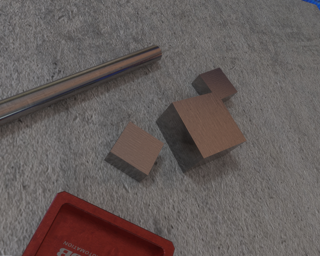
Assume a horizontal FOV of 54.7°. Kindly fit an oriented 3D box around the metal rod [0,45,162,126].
[{"bbox_3d":[-0.107,-0.052,0.378,0.302,0.025,0.025,-32,80,-38],"label":"metal rod"}]

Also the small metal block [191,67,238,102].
[{"bbox_3d":[0.087,-0.064,0.492,0.050,0.025,0.050,-24,75,-37],"label":"small metal block"}]

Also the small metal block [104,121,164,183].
[{"bbox_3d":[-0.030,0.028,0.371,0.050,0.025,0.050,34,51,-7],"label":"small metal block"}]

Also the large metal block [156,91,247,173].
[{"bbox_3d":[0.054,0.004,0.416,0.081,0.050,0.080,-17,71,-35],"label":"large metal block"}]

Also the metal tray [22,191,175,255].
[{"bbox_3d":[-0.058,0.129,0.291,0.131,0.030,0.090,29,52,-10],"label":"metal tray"}]
